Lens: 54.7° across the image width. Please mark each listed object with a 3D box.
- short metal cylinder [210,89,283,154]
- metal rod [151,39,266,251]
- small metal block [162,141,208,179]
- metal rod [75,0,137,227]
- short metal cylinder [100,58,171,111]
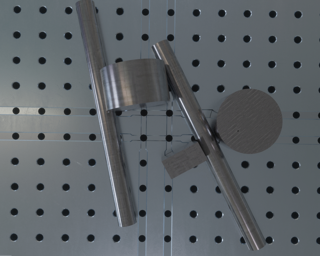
[{"bbox_3d":[0.109,-0.008,0.402,0.081,0.050,0.079,0,90,0],"label":"short metal cylinder"},{"bbox_3d":[0.065,0.023,0.413,0.025,0.025,0.299,-26,90,0],"label":"metal rod"},{"bbox_3d":[0.030,0.040,0.401,0.050,0.050,0.025,-28,90,0],"label":"small metal block"},{"bbox_3d":[-0.071,-0.019,0.412,0.025,0.025,0.298,-11,90,0],"label":"metal rod"},{"bbox_3d":[-0.030,-0.051,0.386,0.080,0.080,0.050,-9,90,0],"label":"short metal cylinder"}]
